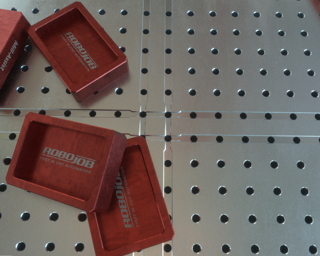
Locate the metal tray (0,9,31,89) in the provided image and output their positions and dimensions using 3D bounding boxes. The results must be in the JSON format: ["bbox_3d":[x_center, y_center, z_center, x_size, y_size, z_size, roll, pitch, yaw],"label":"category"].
[{"bbox_3d":[-0.252,-0.110,0.439,0.090,0.030,0.130,13,70,13],"label":"metal tray"}]

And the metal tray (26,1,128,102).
[{"bbox_3d":[-0.118,-0.113,0.448,0.090,0.030,0.130,-35,74,-12],"label":"metal tray"}]

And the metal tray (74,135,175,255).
[{"bbox_3d":[-0.044,0.083,0.377,0.091,0.030,0.130,-16,71,-6],"label":"metal tray"}]

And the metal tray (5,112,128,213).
[{"bbox_3d":[-0.111,0.037,0.363,0.130,0.030,0.090,11,82,23],"label":"metal tray"}]
